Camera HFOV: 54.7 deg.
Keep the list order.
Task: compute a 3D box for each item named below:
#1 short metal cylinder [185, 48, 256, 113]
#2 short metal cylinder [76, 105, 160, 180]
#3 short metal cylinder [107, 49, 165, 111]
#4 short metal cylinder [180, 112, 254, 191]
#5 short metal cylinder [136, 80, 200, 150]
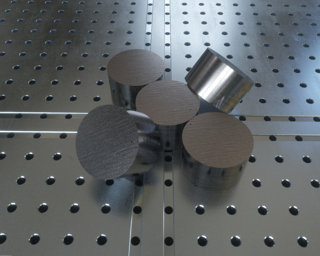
[{"bbox_3d":[0.081,-0.065,0.420,0.080,0.050,0.080,32,21,-14],"label":"short metal cylinder"},{"bbox_3d":[-0.047,0.017,0.350,0.080,0.050,0.080,-3,84,25],"label":"short metal cylinder"},{"bbox_3d":[-0.033,-0.070,0.449,0.081,0.050,0.080,0,50,0],"label":"short metal cylinder"},{"bbox_3d":[0.065,0.027,0.369,0.081,0.050,0.080,0,50,0],"label":"short metal cylinder"},{"bbox_3d":[0.010,-0.018,0.406,0.081,0.050,0.080,0,50,0],"label":"short metal cylinder"}]
